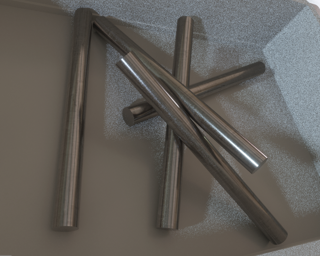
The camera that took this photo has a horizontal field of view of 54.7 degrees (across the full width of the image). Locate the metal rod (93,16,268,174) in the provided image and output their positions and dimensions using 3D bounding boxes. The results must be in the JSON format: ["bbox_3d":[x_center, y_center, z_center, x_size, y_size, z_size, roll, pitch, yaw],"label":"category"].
[{"bbox_3d":[0.010,-0.056,0.392,0.025,0.025,0.300,-26,60,-37],"label":"metal rod"}]

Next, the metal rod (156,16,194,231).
[{"bbox_3d":[0.023,-0.024,0.404,0.025,0.025,0.299,16,64,-20],"label":"metal rod"}]

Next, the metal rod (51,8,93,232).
[{"bbox_3d":[-0.100,-0.033,0.371,0.025,0.025,0.299,10,57,-23],"label":"metal rod"}]

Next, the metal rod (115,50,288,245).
[{"bbox_3d":[0.057,0.032,0.374,0.300,0.025,0.025,48,50,-11],"label":"metal rod"}]

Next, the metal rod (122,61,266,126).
[{"bbox_3d":[0.072,-0.062,0.481,0.302,0.025,0.025,-23,75,-36],"label":"metal rod"}]
